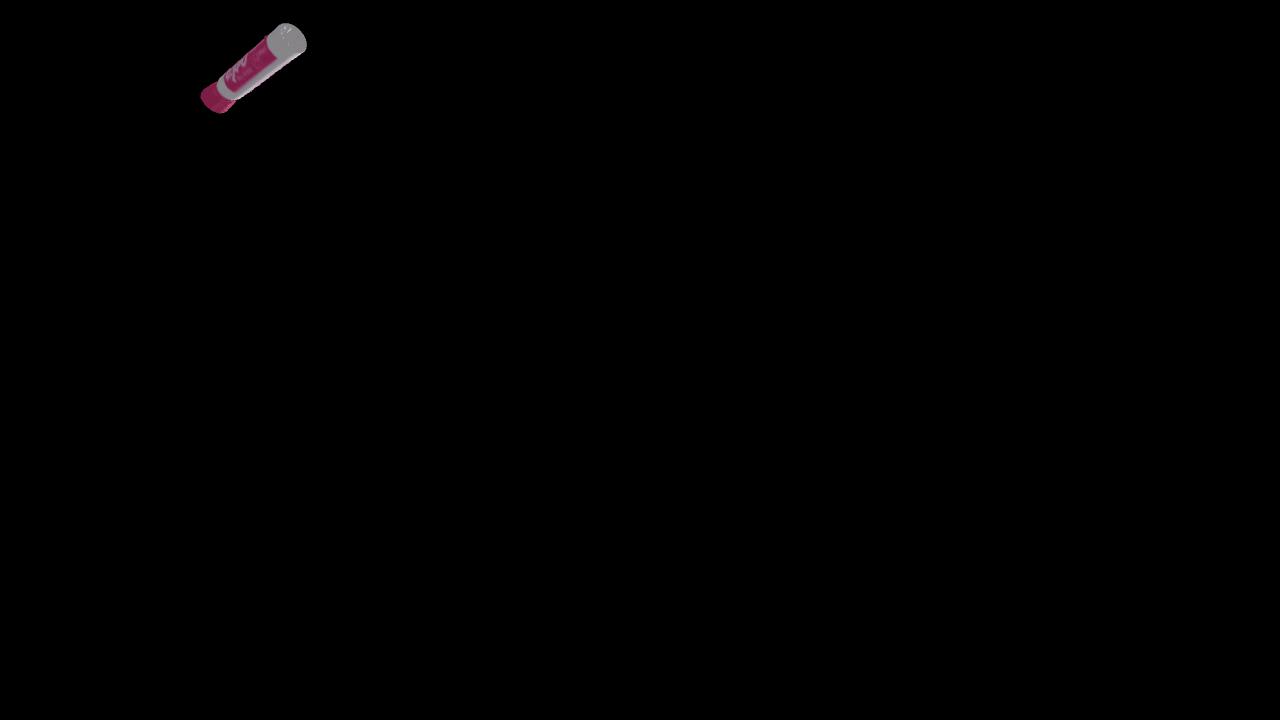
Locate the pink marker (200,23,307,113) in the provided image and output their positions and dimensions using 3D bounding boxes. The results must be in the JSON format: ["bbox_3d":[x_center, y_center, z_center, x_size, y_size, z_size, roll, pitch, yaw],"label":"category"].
[{"bbox_3d":[-0.273,-0.201,0.430,0.121,0.020,0.020,-8,-5,34],"label":"pink marker"}]
